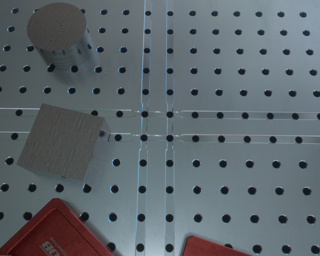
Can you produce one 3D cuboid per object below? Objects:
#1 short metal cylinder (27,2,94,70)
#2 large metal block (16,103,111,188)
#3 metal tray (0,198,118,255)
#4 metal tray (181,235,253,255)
[{"bbox_3d":[-0.141,-0.131,0.445,0.081,0.050,0.080,0,70,0],"label":"short metal cylinder"},{"bbox_3d":[-0.116,0.023,0.389,0.080,0.050,0.080,13,71,4],"label":"large metal block"},{"bbox_3d":[-0.106,0.156,0.351,0.130,0.030,0.090,41,75,13],"label":"metal tray"},{"bbox_3d":[0.055,0.195,0.338,0.090,0.030,0.130,17,71,6],"label":"metal tray"}]
